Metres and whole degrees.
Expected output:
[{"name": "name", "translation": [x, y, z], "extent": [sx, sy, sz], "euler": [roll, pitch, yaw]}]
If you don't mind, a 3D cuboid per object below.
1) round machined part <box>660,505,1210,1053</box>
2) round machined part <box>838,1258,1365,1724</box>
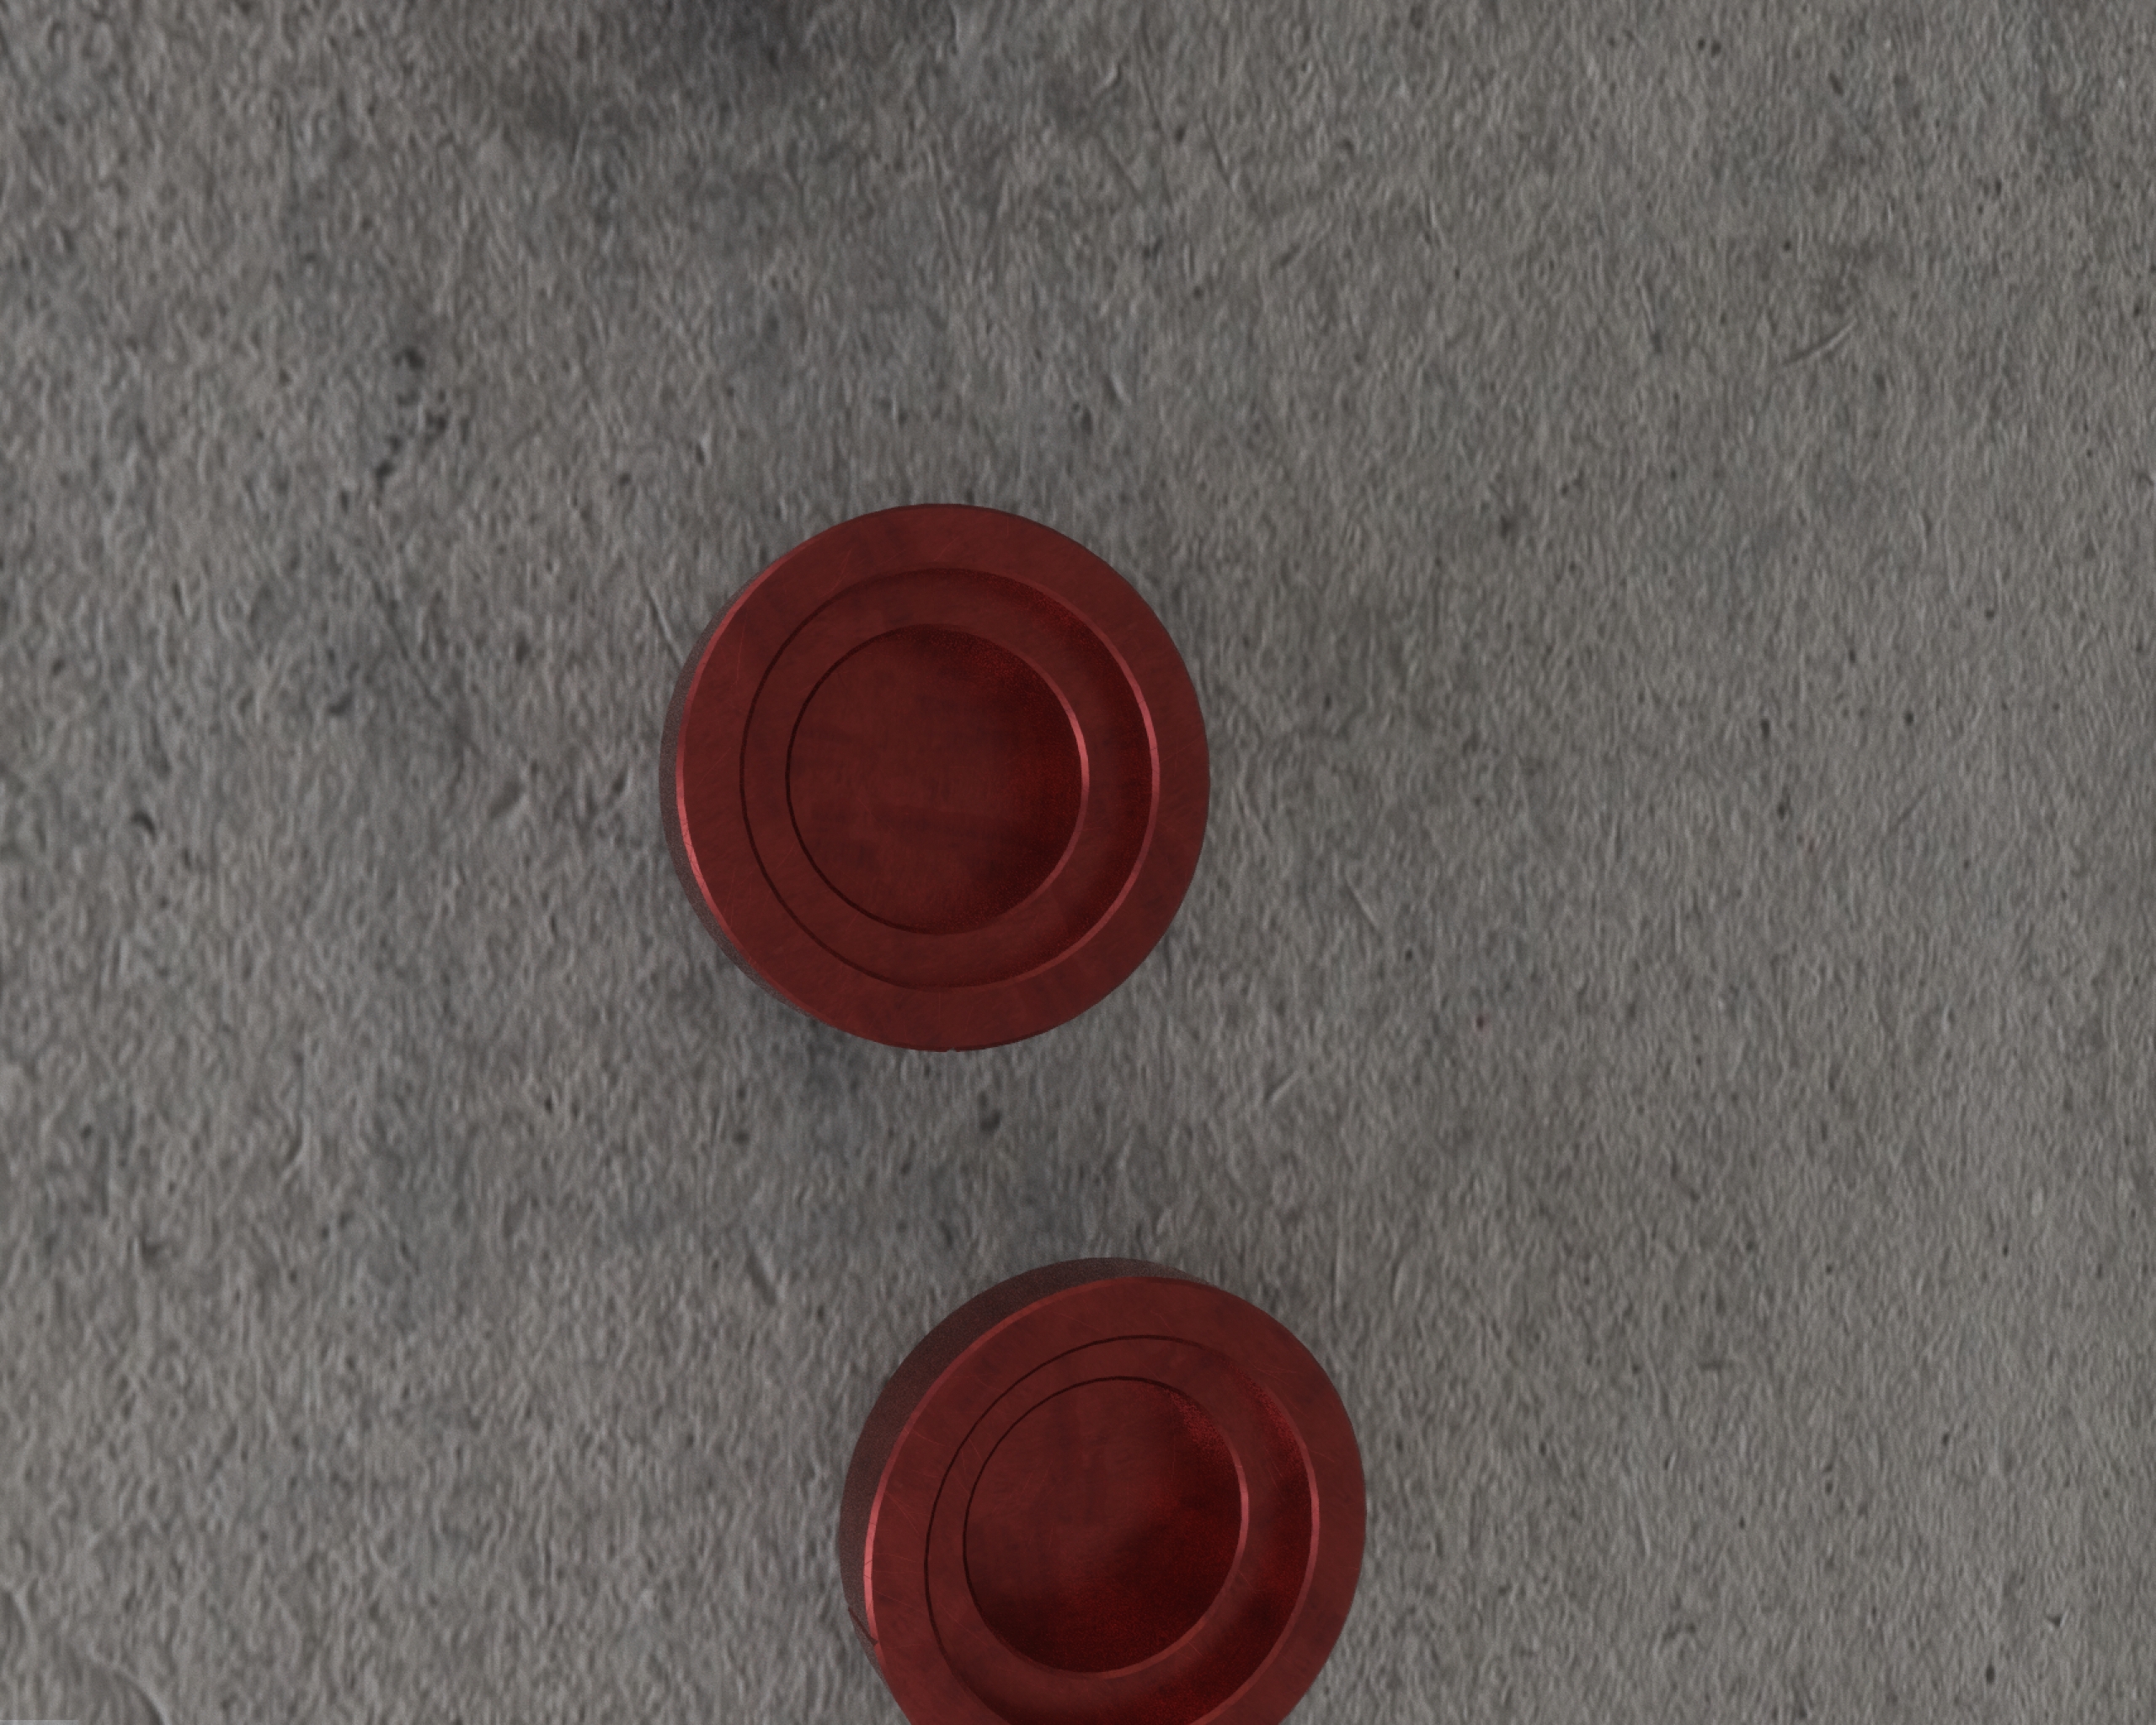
[{"name": "round machined part", "translation": [-0.029, -0.015, 0.389], "extent": [0.099, 0.042, 0.097], "euler": [0, 90, -20]}, {"name": "round machined part", "translation": [0.002, 0.124, 0.401], "extent": [0.099, 0.042, 0.097], "euler": [0, 90, -20]}]
